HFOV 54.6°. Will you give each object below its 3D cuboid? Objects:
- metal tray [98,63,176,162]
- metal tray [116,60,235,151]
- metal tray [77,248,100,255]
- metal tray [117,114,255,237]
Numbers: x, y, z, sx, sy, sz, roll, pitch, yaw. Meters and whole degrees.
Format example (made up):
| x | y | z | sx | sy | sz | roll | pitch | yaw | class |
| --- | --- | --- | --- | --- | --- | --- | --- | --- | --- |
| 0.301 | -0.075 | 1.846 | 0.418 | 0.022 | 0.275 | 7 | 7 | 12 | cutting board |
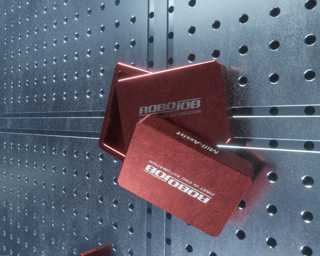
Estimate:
| x | y | z | sx | sy | sz | roll | pitch | yaw | class |
| --- | --- | --- | --- | --- | --- | --- | --- | --- | --- |
| -0.036 | -0.018 | 0.436 | 0.090 | 0.030 | 0.129 | 24 | 105 | 37 | metal tray |
| 0.016 | -0.022 | 0.366 | 0.130 | 0.030 | 0.090 | -7 | 92 | 25 | metal tray |
| -0.137 | 0.269 | 0.520 | 0.129 | 0.030 | 0.090 | -40 | 66 | 33 | metal tray |
| 0.025 | 0.052 | 0.344 | 0.130 | 0.030 | 0.089 | 27 | 118 | 10 | metal tray |
